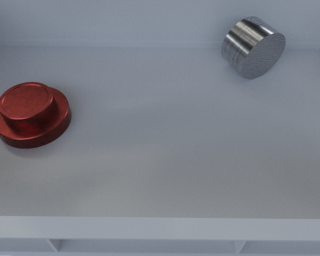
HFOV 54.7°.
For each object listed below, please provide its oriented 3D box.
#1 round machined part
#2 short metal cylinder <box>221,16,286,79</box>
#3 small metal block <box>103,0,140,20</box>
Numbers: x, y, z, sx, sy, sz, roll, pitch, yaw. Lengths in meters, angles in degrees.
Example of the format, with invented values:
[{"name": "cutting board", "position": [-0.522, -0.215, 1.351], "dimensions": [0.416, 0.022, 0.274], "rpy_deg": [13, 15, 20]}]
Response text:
[{"name": "round machined part", "position": [-0.172, -0.024, 0.412], "dimensions": [0.099, 0.042, 0.098], "rpy_deg": [0, 50, 0]}, {"name": "short metal cylinder", "position": [0.142, -0.122, 0.474], "dimensions": [0.081, 0.080, 0.050], "rpy_deg": [-23, 54, -19]}, {"name": "small metal block", "position": [-0.076, -0.245, 0.612], "dimensions": [0.050, 0.025, 0.050], "rpy_deg": [-34, 58, -25]}]
